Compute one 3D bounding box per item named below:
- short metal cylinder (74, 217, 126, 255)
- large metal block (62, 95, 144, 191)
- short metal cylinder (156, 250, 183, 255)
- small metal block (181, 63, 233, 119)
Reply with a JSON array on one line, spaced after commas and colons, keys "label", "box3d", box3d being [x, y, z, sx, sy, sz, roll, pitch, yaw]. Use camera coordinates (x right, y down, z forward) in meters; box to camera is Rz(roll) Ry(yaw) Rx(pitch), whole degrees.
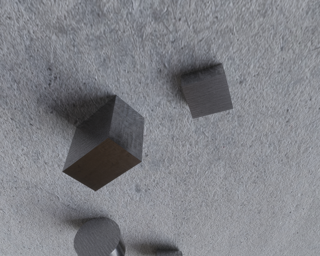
[{"label": "short metal cylinder", "box3d": [-0.105, 0.206, 0.546, 0.080, 0.080, 0.050, -4, 130, 3]}, {"label": "large metal block", "box3d": [-0.067, 0.019, 0.386, 0.080, 0.080, 0.050, -35, 122, 25]}, {"label": "short metal cylinder", "box3d": [0.016, 0.285, 0.614, 0.050, 0.080, 0.079, 4, 130, -4]}, {"label": "small metal block", "box3d": [0.056, -0.043, 0.371, 0.050, 0.025, 0.050, -14, 129, 11]}]
